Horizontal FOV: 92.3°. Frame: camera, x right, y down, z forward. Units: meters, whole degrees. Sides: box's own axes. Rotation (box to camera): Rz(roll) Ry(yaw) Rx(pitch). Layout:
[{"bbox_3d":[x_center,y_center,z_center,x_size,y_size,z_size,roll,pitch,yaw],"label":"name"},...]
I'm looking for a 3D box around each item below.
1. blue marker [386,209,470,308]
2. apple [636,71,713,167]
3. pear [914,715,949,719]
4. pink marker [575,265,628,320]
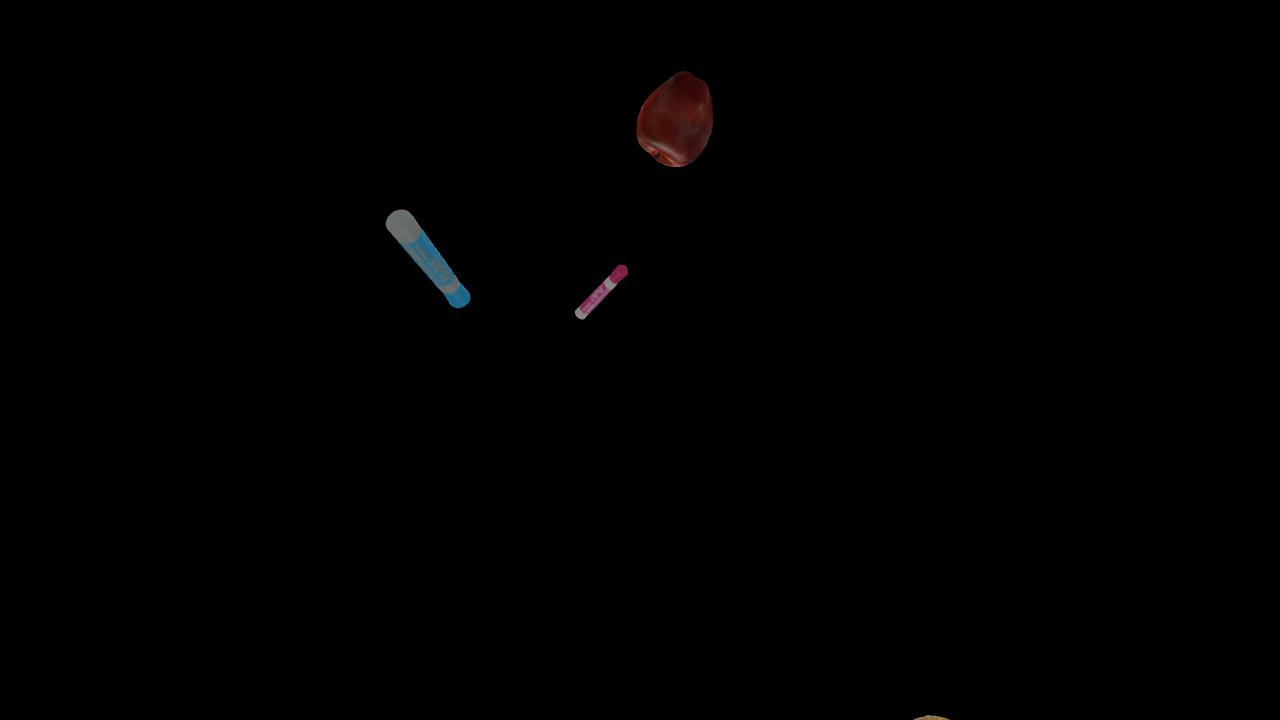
[{"bbox_3d":[-0.157,-0.072,0.470,0.020,0.020,0.121,0,-21,6],"label":"blue marker"},{"bbox_3d":[0.038,-0.249,0.642,0.079,0.093,0.079,26,-1,0],"label":"apple"},{"bbox_3d":[0.211,0.287,0.435,0.080,0.111,0.080,-18,33,13],"label":"pear"},{"bbox_3d":[-0.056,-0.098,0.892,0.020,0.020,0.121,0,-30,-42],"label":"pink marker"}]
